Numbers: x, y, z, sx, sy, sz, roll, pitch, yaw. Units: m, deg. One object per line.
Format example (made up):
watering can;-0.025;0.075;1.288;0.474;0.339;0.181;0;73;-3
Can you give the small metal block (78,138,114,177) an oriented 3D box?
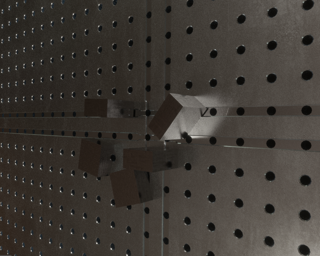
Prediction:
small metal block;-0.102;0.046;0.491;0.050;0.025;0.050;14;99;38

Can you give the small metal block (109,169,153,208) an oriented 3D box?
small metal block;-0.042;0.083;0.442;0.050;0.025;0.050;-20;77;38

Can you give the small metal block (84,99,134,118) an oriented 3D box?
small metal block;-0.074;-0.028;0.452;0.050;0.050;0.025;5;94;39

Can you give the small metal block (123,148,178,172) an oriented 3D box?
small metal block;-0.012;0.040;0.401;0.050;0.050;0.025;2;91;39

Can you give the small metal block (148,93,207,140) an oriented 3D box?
small metal block;0.021;-0.013;0.374;0.025;0.050;0.050;48;118;29
